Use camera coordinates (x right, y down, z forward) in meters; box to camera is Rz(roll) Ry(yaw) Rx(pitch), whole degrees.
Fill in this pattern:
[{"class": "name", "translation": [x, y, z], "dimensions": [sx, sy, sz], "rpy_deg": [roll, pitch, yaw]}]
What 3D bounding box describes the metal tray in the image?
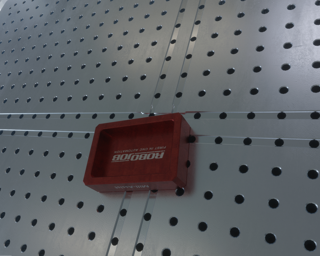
[{"class": "metal tray", "translation": [-0.030, 0.033, 0.401], "dimensions": [0.130, 0.030, 0.090], "rpy_deg": [-7, 58, 24]}]
